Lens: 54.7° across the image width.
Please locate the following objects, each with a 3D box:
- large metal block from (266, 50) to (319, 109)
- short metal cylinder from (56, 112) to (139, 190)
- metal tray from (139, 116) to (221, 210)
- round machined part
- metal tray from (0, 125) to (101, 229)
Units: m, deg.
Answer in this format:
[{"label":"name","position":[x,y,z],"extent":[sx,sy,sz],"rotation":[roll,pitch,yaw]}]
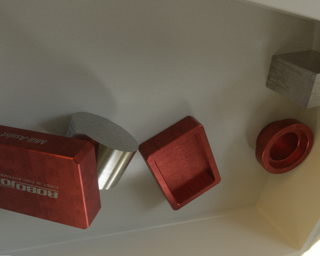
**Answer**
[{"label":"large metal block","position":[0.217,-0.074,0.449],"extent":[0.081,0.080,0.050],"rotation":[-12,124,-22]},{"label":"short metal cylinder","position":[-0.072,0.024,0.350],"extent":[0.080,0.080,0.050],"rotation":[20,108,-36]},{"label":"metal tray","position":[0.034,0.055,0.459],"extent":[0.090,0.030,0.130],"rotation":[-31,129,-9]},{"label":"round machined part","position":[0.204,0.027,0.524],"extent":[0.099,0.042,0.097],"rotation":[-10,121,-16]},{"label":"metal tray","position":[-0.129,0.048,0.314],"extent":[0.131,0.030,0.089],"rotation":[9,122,13]}]
